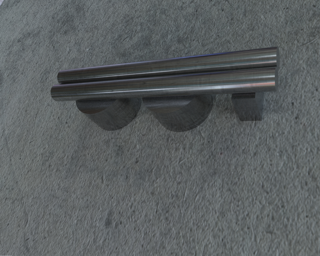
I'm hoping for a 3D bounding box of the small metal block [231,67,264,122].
[{"bbox_3d":[0.104,-0.041,0.361,0.025,0.050,0.050,-1,61,27],"label":"small metal block"}]

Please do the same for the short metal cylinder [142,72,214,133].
[{"bbox_3d":[0.023,-0.041,0.402,0.080,0.050,0.080,-13,56,21],"label":"short metal cylinder"}]

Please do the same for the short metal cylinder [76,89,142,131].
[{"bbox_3d":[-0.074,-0.042,0.453,0.080,0.050,0.080,-13,56,21],"label":"short metal cylinder"}]

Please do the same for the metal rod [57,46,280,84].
[{"bbox_3d":[-0.011,-0.073,0.390,0.300,0.025,0.025,0,62,28],"label":"metal rod"}]

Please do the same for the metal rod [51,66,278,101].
[{"bbox_3d":[-0.016,-0.050,0.379,0.300,0.025,0.025,0,62,28],"label":"metal rod"}]
